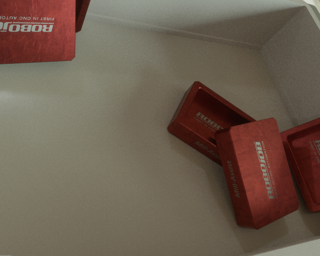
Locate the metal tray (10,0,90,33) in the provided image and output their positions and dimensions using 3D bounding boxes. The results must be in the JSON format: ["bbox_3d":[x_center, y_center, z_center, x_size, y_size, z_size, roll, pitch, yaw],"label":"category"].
[{"bbox_3d":[-0.130,-0.178,0.377,0.091,0.129,0.030,-1,63,-29],"label":"metal tray"}]

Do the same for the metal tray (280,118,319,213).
[{"bbox_3d":[0.248,0.053,0.466,0.030,0.090,0.130,27,44,-54],"label":"metal tray"}]

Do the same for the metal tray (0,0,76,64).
[{"bbox_3d":[-0.164,-0.121,0.348,0.131,0.089,0.030,-12,35,-33],"label":"metal tray"}]

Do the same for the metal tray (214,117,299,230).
[{"bbox_3d":[0.131,0.057,0.414,0.091,0.030,0.129,-11,85,-31],"label":"metal tray"}]

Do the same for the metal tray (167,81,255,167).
[{"bbox_3d":[0.085,0.001,0.449,0.130,0.030,0.090,33,51,-7],"label":"metal tray"}]
